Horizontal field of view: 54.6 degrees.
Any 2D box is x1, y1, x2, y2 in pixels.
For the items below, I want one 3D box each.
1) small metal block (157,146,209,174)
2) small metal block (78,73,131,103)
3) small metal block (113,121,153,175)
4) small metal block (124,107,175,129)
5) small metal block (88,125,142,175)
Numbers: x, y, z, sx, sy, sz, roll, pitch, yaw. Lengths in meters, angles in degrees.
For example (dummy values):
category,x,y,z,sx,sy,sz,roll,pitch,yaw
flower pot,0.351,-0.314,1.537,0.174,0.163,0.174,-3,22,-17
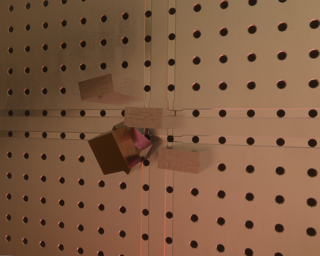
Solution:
category,x,y,z,sx,sy,sz,roll,pitch,yaw
small metal block,0.030,0.038,0.389,0.050,0.050,0.025,6,92,20
small metal block,-0.075,-0.053,0.426,0.050,0.050,0.025,-11,86,20
small metal block,-0.044,0.026,0.419,0.050,0.025,0.050,41,129,15
small metal block,-0.013,-0.013,0.404,0.050,0.050,0.025,4,91,20
small metal block,-0.058,0.029,0.397,0.050,0.025,0.050,-18,99,40
